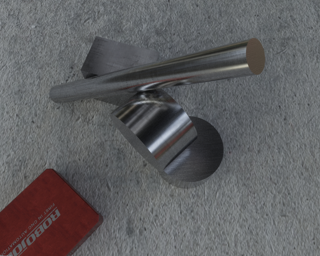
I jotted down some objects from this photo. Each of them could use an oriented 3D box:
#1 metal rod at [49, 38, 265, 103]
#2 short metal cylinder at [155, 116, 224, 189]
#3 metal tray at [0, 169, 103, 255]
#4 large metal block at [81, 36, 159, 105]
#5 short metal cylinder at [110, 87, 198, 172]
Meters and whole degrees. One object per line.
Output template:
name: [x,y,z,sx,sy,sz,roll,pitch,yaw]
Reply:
metal rod: [-0.038,-0.048,0.319,0.300,0.025,0.025,-1,62,47]
short metal cylinder: [0.034,0.031,0.384,0.081,0.050,0.080,0,70,0]
metal tray: [-0.144,0.123,0.359,0.090,0.030,0.130,41,75,13]
large metal block: [-0.047,-0.065,0.402,0.080,0.080,0.050,16,71,6]
short metal cylinder: [-0.007,-0.001,0.327,0.050,0.080,0.080,-42,76,-13]
